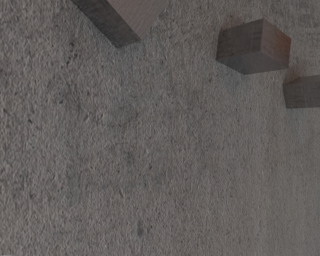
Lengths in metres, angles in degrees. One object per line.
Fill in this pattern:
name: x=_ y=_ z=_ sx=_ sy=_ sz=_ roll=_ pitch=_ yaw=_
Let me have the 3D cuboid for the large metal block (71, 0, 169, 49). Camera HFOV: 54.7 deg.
large metal block: x=-0.042 y=-0.152 z=0.352 sx=0.080 sy=0.050 sz=0.080 roll=44 pitch=64 yaw=-31

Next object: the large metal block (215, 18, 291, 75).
large metal block: x=0.148 y=-0.125 z=0.493 sx=0.081 sy=0.080 sz=0.050 roll=14 pitch=81 yaw=-39

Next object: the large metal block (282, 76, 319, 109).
large metal block: x=0.310 y=-0.075 z=0.628 sx=0.081 sy=0.080 sz=0.050 roll=-23 pitch=105 yaw=-38
